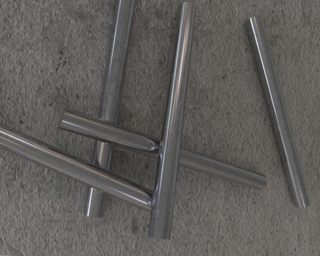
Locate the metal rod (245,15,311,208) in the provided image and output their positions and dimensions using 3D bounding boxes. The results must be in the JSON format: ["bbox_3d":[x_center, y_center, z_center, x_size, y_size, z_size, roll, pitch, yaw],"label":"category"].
[{"bbox_3d":[0.182,-0.021,0.475,0.025,0.025,0.298,-19,97,-19],"label":"metal rod"}]

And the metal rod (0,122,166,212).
[{"bbox_3d":[-0.131,0.028,0.342,0.301,0.025,0.025,26,81,-11],"label":"metal rod"}]

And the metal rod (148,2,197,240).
[{"bbox_3d":[0.018,-0.022,0.379,0.025,0.025,0.299,14,72,-20],"label":"metal rod"}]

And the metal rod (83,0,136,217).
[{"bbox_3d":[-0.060,-0.042,0.386,0.025,0.025,0.298,9,87,-20],"label":"metal rod"}]

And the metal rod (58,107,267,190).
[{"bbox_3d":[0.022,0.035,0.400,0.302,0.025,0.025,20,84,-25],"label":"metal rod"}]
